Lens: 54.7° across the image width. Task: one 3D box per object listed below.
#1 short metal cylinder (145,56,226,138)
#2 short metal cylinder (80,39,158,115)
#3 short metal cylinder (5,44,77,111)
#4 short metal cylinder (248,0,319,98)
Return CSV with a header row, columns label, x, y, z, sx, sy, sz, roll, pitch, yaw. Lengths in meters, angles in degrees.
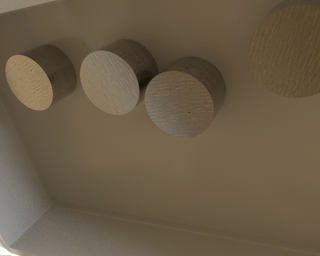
label,x,y,z,sx,sy,sz,roll,pitch,yaw
short metal cylinder,0.030,-0.036,0.355,0.080,0.050,0.079,13,124,21
short metal cylinder,-0.049,-0.063,0.380,0.080,0.050,0.079,13,124,21
short metal cylinder,-0.166,-0.071,0.436,0.080,0.050,0.079,13,124,21
short metal cylinder,0.125,-0.074,0.281,0.080,0.050,0.079,13,124,21
